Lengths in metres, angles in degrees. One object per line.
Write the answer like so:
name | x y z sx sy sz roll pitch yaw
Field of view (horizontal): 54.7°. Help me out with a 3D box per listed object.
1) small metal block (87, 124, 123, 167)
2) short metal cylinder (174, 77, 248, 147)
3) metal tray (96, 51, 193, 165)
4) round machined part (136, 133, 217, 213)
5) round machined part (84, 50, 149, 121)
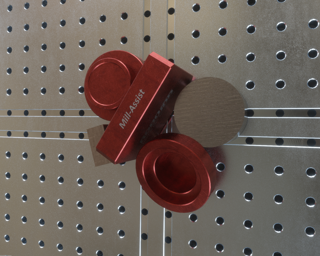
small metal block | -0.069 0.022 0.419 0.025 0.050 0.050 -16 85 19
short metal cylinder | 0.063 -0.018 0.373 0.080 0.050 0.079 0 90 20
metal tray | -0.015 -0.021 0.379 0.030 0.090 0.129 35 101 16
round machined part | 0.023 0.050 0.379 0.098 0.042 0.097 12 117 26
round machined part | -0.062 -0.058 0.420 0.098 0.042 0.097 0 90 19
